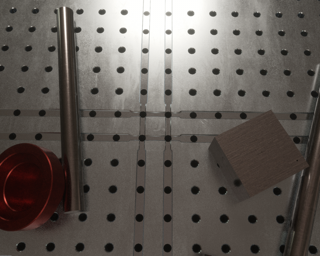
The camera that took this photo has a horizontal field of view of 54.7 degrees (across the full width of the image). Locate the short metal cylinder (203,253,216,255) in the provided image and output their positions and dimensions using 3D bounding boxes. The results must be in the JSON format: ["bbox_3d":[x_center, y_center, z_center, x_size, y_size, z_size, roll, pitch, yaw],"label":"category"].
[{"bbox_3d":[0.081,0.166,0.323,0.080,0.080,0.050,11,71,4],"label":"short metal cylinder"}]

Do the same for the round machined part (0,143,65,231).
[{"bbox_3d":[-0.153,0.070,0.364,0.098,0.042,0.098,-6,72,20],"label":"round machined part"}]

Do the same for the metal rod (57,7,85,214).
[{"bbox_3d":[-0.124,-0.038,0.423,0.025,0.025,0.299,-7,70,-3],"label":"metal rod"}]

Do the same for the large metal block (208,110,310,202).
[{"bbox_3d":[0.119,0.036,0.387,0.080,0.050,0.080,-25,72,-9],"label":"large metal block"}]

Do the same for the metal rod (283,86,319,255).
[{"bbox_3d":[0.205,0.028,0.403,0.025,0.025,0.300,20,71,6],"label":"metal rod"}]
